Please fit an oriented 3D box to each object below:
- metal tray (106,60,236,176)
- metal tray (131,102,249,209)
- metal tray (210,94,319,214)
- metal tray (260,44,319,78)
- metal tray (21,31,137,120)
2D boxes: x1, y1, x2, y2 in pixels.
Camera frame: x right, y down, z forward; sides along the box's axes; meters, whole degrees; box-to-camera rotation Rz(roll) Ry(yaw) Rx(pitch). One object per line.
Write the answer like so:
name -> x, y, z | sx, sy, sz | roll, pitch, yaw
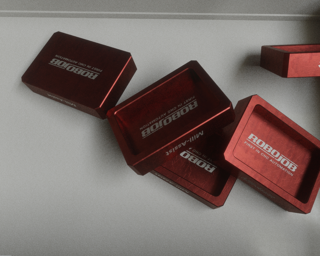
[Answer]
metal tray -> 0.010, -0.014, 0.367 | 0.130, 0.030, 0.090 | -31, 53, 2
metal tray -> 0.038, 0.032, 0.395 | 0.130, 0.030, 0.090 | 29, 72, 10
metal tray -> 0.136, 0.032, 0.372 | 0.130, 0.030, 0.090 | 34, 72, -11
metal tray -> 0.212, -0.092, 0.411 | 0.131, 0.090, 0.030 | -2, 110, -1
metal tray -> -0.109, -0.074, 0.419 | 0.130, 0.030, 0.090 | 21, 71, 20
